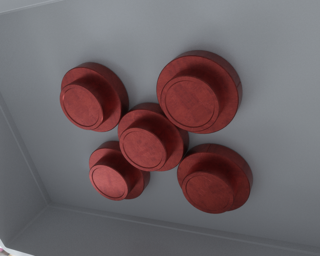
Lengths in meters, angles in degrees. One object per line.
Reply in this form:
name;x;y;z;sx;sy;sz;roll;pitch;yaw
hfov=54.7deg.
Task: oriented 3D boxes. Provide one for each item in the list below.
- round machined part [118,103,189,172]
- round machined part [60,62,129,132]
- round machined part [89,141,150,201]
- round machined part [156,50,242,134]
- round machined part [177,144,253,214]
round machined part;-0.014;0.019;0.413;0.098;0.042;0.097;13;124;20
round machined part;-0.096;-0.036;0.422;0.098;0.042;0.097;13;124;20
round machined part;-0.068;0.072;0.475;0.098;0.042;0.097;13;124;20
round machined part;0.040;-0.035;0.352;0.098;0.042;0.097;13;124;20
round machined part;0.067;0.072;0.404;0.098;0.042;0.097;13;124;20
